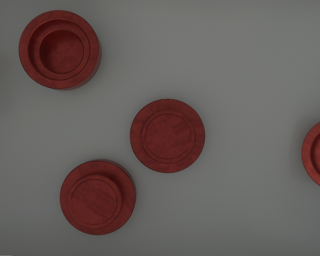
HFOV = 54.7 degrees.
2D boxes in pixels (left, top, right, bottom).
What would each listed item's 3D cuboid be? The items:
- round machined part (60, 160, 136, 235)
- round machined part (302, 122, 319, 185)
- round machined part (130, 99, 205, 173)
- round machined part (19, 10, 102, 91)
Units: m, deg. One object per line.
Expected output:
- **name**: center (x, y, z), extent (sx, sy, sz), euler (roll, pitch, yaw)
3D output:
- **round machined part**: center (-0.081, 0.091, 0.402), extent (0.099, 0.042, 0.097), euler (0, 90, -1)
- **round machined part**: center (0.236, 0.034, 0.389), extent (0.098, 0.042, 0.098), euler (-9, 76, 41)
- **round machined part**: center (0.010, 0.010, 0.403), extent (0.099, 0.042, 0.097), euler (0, 90, -1)
- **round machined part**: center (-0.125, -0.097, 0.401), extent (0.099, 0.042, 0.097), euler (0, 90, -1)
